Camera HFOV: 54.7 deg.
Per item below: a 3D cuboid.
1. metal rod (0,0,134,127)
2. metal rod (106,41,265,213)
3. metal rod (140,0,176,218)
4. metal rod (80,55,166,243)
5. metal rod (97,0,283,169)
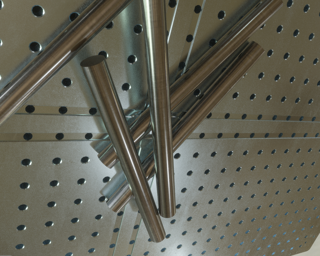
[{"bbox_3d":[-0.082,-0.092,0.309,0.300,0.025,0.025,-43,130,1],"label":"metal rod"},{"bbox_3d":[0.032,0.002,0.431,0.299,0.025,0.025,-48,129,5],"label":"metal rod"},{"bbox_3d":[0.002,-0.005,0.376,0.025,0.025,0.298,-16,123,-20],"label":"metal rod"},{"bbox_3d":[-0.035,0.050,0.391,0.025,0.025,0.298,-25,128,-13],"label":"metal rod"},{"bbox_3d":[0.037,-0.060,0.396,0.300,0.025,0.025,-43,130,1],"label":"metal rod"}]
